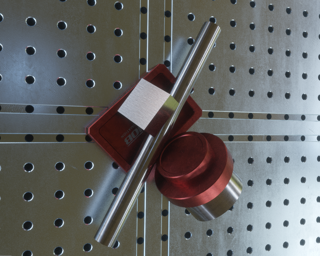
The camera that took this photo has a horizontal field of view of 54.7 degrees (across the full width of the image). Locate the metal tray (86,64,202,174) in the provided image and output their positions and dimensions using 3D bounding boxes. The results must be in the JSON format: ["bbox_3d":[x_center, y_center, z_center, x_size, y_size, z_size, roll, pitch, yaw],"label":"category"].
[{"bbox_3d":[-0.018,-0.009,0.403,0.130,0.030,0.090,-45,104,-15],"label":"metal tray"}]

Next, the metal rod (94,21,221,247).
[{"bbox_3d":[0.002,0.000,0.382,0.025,0.025,0.299,30,80,-18],"label":"metal rod"}]

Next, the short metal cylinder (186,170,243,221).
[{"bbox_3d":[0.059,0.074,0.405,0.080,0.080,0.050,-45,105,-15],"label":"short metal cylinder"}]

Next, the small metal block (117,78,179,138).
[{"bbox_3d":[-0.014,-0.025,0.372,0.050,0.050,0.025,-54,145,-3],"label":"small metal block"}]

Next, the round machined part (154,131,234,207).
[{"bbox_3d":[0.035,0.043,0.377,0.098,0.098,0.042,-48,127,-14],"label":"round machined part"}]
